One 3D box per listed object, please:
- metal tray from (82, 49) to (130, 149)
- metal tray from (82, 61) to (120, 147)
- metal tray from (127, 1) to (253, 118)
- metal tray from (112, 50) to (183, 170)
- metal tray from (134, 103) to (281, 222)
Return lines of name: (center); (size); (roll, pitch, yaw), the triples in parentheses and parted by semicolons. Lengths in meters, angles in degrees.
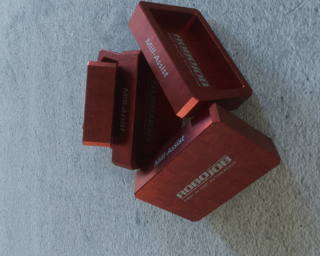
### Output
metal tray: (-0.063, -0.041, 0.453); (0.090, 0.030, 0.129); (25, 106, 36)
metal tray: (-0.070, -0.030, 0.388); (0.130, 0.030, 0.089); (-140, 54, -83)
metal tray: (0.032, -0.076, 0.333); (0.030, 0.091, 0.130); (-49, 60, 45)
metal tray: (-0.010, -0.021, 0.371); (0.030, 0.091, 0.129); (8, 96, 39)
metal tray: (0.045, 0.043, 0.325); (0.129, 0.090, 0.030); (-46, 28, 30)
